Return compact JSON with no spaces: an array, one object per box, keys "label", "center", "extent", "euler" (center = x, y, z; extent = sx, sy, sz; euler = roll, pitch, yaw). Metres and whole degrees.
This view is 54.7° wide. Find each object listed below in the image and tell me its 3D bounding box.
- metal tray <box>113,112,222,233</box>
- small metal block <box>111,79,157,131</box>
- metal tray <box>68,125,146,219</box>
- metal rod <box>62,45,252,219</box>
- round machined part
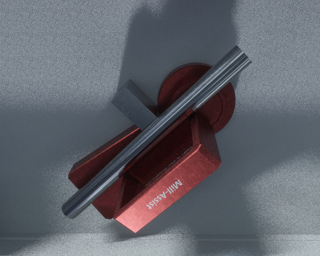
[{"label":"metal tray","center":[0.006,0.047,0.352],"extent":[0.030,0.090,0.130],"euler":[41,111,-17]},{"label":"small metal block","center":[-0.030,-0.030,0.385],"extent":[0.025,0.050,0.050],"euler":[-43,105,14]},{"label":"metal tray","center":[-0.047,0.059,0.428],"extent":[0.130,0.030,0.090],"euler":[-33,107,11]},{"label":"metal rod","center":[-0.016,0.016,0.374],"extent":[0.299,0.025,0.025],"euler":[-42,105,18]},{"label":"round machined part","center":[0.046,-0.031,0.390],"extent":[0.099,0.042,0.097],"euler":[0,110,-1]}]
